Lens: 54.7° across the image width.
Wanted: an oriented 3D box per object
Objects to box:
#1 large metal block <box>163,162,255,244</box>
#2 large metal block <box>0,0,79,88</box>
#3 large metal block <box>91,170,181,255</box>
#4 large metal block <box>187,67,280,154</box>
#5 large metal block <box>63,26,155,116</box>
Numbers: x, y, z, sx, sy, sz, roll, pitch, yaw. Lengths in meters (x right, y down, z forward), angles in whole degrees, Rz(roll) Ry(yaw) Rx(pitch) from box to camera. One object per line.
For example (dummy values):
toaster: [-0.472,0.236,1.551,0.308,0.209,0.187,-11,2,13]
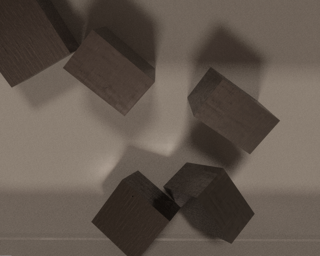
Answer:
large metal block: [0.063,0.095,0.411,0.050,0.080,0.080,-43,108,-22]
large metal block: [-0.153,-0.105,0.357,0.080,0.050,0.080,-27,108,9]
large metal block: [-0.032,0.119,0.426,0.080,0.050,0.080,39,107,11]
large metal block: [0.084,-0.024,0.374,0.080,0.080,0.050,33,107,-12]
large metal block: [-0.052,-0.068,0.356,0.080,0.080,0.050,39,105,-13]
